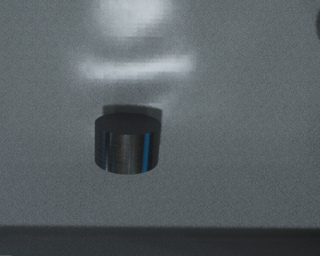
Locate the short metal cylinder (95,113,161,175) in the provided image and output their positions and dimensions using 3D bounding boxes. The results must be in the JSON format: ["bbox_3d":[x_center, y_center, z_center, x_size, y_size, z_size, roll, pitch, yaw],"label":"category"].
[{"bbox_3d":[-0.040,0.017,0.388,0.081,0.080,0.050,4,110,-2],"label":"short metal cylinder"}]
